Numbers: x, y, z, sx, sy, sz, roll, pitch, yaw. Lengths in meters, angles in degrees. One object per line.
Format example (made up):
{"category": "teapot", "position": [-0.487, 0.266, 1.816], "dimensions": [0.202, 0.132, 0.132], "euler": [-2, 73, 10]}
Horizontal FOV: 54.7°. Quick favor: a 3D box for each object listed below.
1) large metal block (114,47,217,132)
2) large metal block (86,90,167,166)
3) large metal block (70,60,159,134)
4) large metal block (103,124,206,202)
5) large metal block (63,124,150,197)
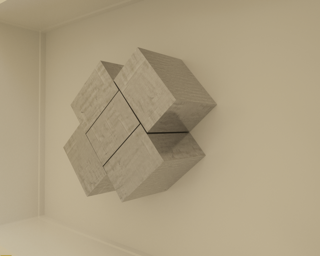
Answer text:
{"category": "large metal block", "position": [0.007, -0.042, 0.363], "dimensions": [0.050, 0.081, 0.080], "euler": [-48, 62, 29]}
{"category": "large metal block", "position": [-0.032, 0.001, 0.395], "dimensions": [0.080, 0.081, 0.050], "euler": [-47, 62, 29]}
{"category": "large metal block", "position": [-0.058, -0.037, 0.415], "dimensions": [0.080, 0.081, 0.050], "euler": [-47, 62, 29]}
{"category": "large metal block", "position": [-0.006, 0.040, 0.374], "dimensions": [0.080, 0.081, 0.050], "euler": [-47, 62, 29]}
{"category": "large metal block", "position": [-0.072, 0.041, 0.427], "dimensions": [0.050, 0.081, 0.080], "euler": [-48, 62, 29]}
